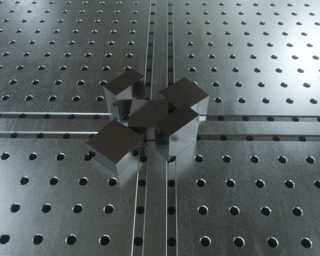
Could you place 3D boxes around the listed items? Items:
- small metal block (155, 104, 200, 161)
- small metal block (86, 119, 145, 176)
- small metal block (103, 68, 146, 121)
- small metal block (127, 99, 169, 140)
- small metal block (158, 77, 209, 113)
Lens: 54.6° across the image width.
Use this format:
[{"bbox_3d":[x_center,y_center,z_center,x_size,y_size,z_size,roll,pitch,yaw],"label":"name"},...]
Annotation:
[{"bbox_3d":[0.021,0.006,0.387,0.050,0.050,0.025,-35,58,-26],"label":"small metal block"},{"bbox_3d":[-0.055,0.023,0.388,0.050,0.025,0.050,31,56,23],"label":"small metal block"},{"bbox_3d":[-0.047,-0.046,0.430,0.025,0.050,0.050,37,60,26],"label":"small metal block"},{"bbox_3d":[-0.014,-0.011,0.417,0.050,0.025,0.050,2,49,3],"label":"small metal block"},{"bbox_3d":[0.033,-0.040,0.441,0.050,0.025,0.050,-33,57,-24],"label":"small metal block"}]
